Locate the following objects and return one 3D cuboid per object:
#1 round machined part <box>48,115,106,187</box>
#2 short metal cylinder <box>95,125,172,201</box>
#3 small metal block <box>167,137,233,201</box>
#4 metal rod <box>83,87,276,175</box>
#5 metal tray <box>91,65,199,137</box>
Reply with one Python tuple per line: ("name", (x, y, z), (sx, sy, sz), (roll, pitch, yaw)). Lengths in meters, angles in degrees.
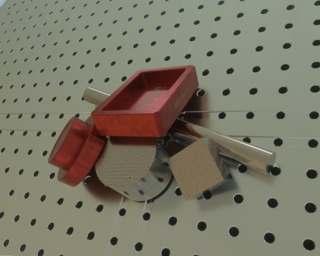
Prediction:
("round machined part", (-0.111, 0.024, 0.406), (0.098, 0.042, 0.098), (-47, 25, 30))
("short metal cylinder", (-0.030, 0.043, 0.377), (0.080, 0.050, 0.080), (-13, 56, 21))
("small metal block", (0.043, 0.045, 0.339), (0.050, 0.025, 0.050), (-36, 66, 25))
("metal rod", (0.001, -0.008, 0.408), (0.300, 0.025, 0.025), (22, 73, 36))
("metal tray", (-0.014, -0.038, 0.393), (0.090, 0.030, 0.131), (0, 33, 27))
